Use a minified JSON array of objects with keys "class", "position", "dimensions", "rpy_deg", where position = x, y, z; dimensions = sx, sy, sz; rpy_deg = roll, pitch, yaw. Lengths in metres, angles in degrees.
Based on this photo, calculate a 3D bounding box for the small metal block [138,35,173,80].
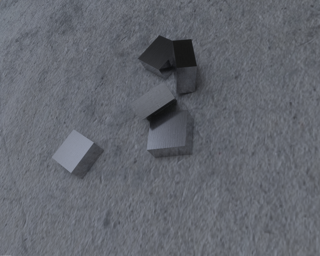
[{"class":"small metal block","position":[0.004,-0.106,0.466],"dimensions":[0.050,0.025,0.050],"rpy_deg":[-49,52,-7]}]

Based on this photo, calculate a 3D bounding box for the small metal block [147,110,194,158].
[{"class":"small metal block","position":[0.014,0.008,0.391],"dimensions":[0.050,0.025,0.050],"rpy_deg":[-8,58,23]}]

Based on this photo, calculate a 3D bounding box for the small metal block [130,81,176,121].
[{"class":"small metal block","position":[-0.007,-0.035,0.408],"dimensions":[0.050,0.050,0.025],"rpy_deg":[-34,89,6]}]

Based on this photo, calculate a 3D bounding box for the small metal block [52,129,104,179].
[{"class":"small metal block","position":[-0.117,0.037,0.441],"dimensions":[0.050,0.025,0.050],"rpy_deg":[27,76,36]}]

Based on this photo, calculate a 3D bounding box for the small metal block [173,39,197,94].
[{"class":"small metal block","position":[0.032,-0.082,0.417],"dimensions":[0.025,0.050,0.050],"rpy_deg":[-5,57,-1]}]
